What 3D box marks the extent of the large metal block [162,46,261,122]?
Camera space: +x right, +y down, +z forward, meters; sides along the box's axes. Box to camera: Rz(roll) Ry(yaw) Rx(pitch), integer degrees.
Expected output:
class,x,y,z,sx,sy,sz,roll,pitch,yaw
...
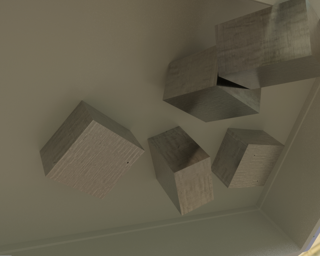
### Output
class,x,y,z,sx,sy,sz,roll,pitch,yaw
large metal block,0.063,-0.048,0.371,0.080,0.080,0.050,24,68,-37

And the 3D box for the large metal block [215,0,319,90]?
class,x,y,z,sx,sy,sz,roll,pitch,yaw
large metal block,0.110,-0.075,0.300,0.080,0.080,0.050,5,79,-52

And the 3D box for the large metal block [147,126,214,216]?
class,x,y,z,sx,sy,sz,roll,pitch,yaw
large metal block,0.028,0.057,0.425,0.050,0.080,0.080,-22,127,-15

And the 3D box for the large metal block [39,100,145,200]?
class,x,y,z,sx,sy,sz,roll,pitch,yaw
large metal block,-0.080,0.028,0.367,0.080,0.050,0.080,-49,129,6

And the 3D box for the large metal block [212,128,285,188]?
class,x,y,z,sx,sy,sz,roll,pitch,yaw
large metal block,0.140,0.049,0.502,0.081,0.050,0.079,4,117,-31
